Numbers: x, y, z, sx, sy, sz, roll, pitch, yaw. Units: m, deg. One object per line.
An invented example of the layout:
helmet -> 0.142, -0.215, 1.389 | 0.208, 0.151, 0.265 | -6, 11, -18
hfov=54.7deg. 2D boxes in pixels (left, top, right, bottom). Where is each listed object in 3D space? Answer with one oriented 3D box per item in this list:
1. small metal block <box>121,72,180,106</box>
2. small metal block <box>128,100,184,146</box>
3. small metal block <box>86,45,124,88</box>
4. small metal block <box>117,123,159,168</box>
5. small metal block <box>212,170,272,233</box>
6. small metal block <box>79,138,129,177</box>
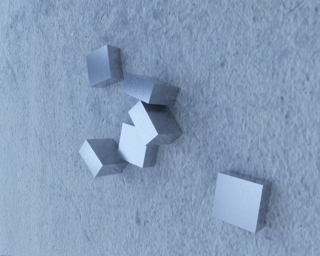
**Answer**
small metal block -> -0.012, -0.050, 0.397 | 0.050, 0.050, 0.025 | 27, 107, 36
small metal block -> -0.005, -0.006, 0.391 | 0.025, 0.050, 0.050 | -42, 65, 32
small metal block -> -0.085, -0.092, 0.472 | 0.050, 0.025, 0.050 | -14, 81, 39
small metal block -> -0.029, 0.022, 0.427 | 0.050, 0.025, 0.050 | 17, 101, 38
small metal block -> 0.087, 0.077, 0.332 | 0.050, 0.025, 0.050 | 12, 98, 39
small metal block -> -0.082, 0.042, 0.454 | 0.050, 0.050, 0.025 | 51, 120, 28
